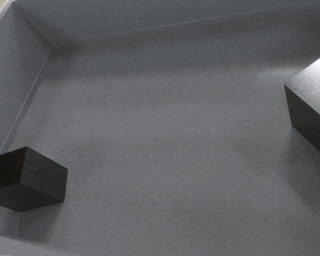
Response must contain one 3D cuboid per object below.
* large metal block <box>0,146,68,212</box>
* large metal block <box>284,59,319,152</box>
[{"bbox_3d":[-0.187,0.074,0.424,0.080,0.080,0.050,-17,55,19],"label":"large metal block"},{"bbox_3d":[0.173,-0.029,0.297,0.080,0.080,0.050,-36,51,4],"label":"large metal block"}]
